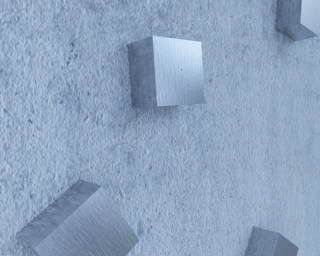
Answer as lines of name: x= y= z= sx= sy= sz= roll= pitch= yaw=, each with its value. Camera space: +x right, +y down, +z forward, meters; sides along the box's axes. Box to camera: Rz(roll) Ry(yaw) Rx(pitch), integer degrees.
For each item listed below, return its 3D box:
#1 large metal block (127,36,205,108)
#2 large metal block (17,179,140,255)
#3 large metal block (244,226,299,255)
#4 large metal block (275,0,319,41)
large metal block: x=0.009 y=-0.068 z=0.395 sx=0.081 sy=0.050 sz=0.079 roll=-7 pitch=95 yaw=-40
large metal block: x=-0.081 y=0.113 z=0.320 sx=0.080 sy=0.050 sz=0.080 roll=-43 pitch=116 yaw=-32
large metal block: x=0.197 y=0.234 z=0.554 sx=0.080 sy=0.050 sz=0.080 roll=39 pitch=66 yaw=-33
large metal block: x=0.279 y=-0.229 z=0.621 sx=0.081 sy=0.050 sz=0.080 roll=9 pitch=85 yaw=-40
